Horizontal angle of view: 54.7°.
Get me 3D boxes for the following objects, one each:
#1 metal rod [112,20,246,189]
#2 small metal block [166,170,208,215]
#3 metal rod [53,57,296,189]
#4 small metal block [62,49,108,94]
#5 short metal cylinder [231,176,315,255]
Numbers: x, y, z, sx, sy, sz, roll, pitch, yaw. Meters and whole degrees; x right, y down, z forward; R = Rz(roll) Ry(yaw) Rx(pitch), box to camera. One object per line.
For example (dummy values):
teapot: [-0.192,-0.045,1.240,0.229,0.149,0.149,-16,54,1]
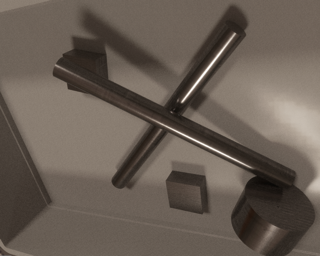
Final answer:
metal rod: [0.005,-0.006,0.400,0.025,0.025,0.298,39,129,2]
small metal block: [0.039,0.092,0.444,0.050,0.025,0.050,5,121,25]
metal rod: [0.017,-0.005,0.363,0.301,0.025,0.025,26,128,-1]
small metal block: [-0.098,-0.074,0.412,0.050,0.025,0.050,14,124,20]
short metal cylinder: [0.131,0.102,0.367,0.080,0.080,0.050,23,127,13]
